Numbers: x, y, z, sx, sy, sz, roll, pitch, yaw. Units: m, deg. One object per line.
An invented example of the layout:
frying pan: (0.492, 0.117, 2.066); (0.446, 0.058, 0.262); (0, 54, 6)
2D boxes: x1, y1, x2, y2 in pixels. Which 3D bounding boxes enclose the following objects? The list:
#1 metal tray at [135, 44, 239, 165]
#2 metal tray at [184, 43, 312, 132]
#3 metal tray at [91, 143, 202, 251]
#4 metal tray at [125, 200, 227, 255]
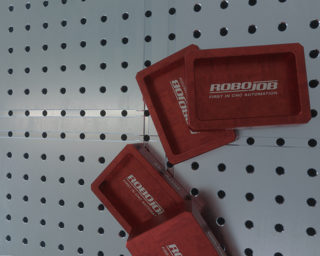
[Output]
metal tray: (0.034, -0.028, 0.398); (0.090, 0.030, 0.130); (-24, 82, 18)
metal tray: (0.095, -0.044, 0.352); (0.131, 0.030, 0.090); (-3, 83, 3)
metal tray: (-0.021, 0.095, 0.417); (0.130, 0.030, 0.090); (46, 104, 14)
metal tray: (0.031, 0.164, 0.376); (0.090, 0.030, 0.130); (-31, 97, 12)
